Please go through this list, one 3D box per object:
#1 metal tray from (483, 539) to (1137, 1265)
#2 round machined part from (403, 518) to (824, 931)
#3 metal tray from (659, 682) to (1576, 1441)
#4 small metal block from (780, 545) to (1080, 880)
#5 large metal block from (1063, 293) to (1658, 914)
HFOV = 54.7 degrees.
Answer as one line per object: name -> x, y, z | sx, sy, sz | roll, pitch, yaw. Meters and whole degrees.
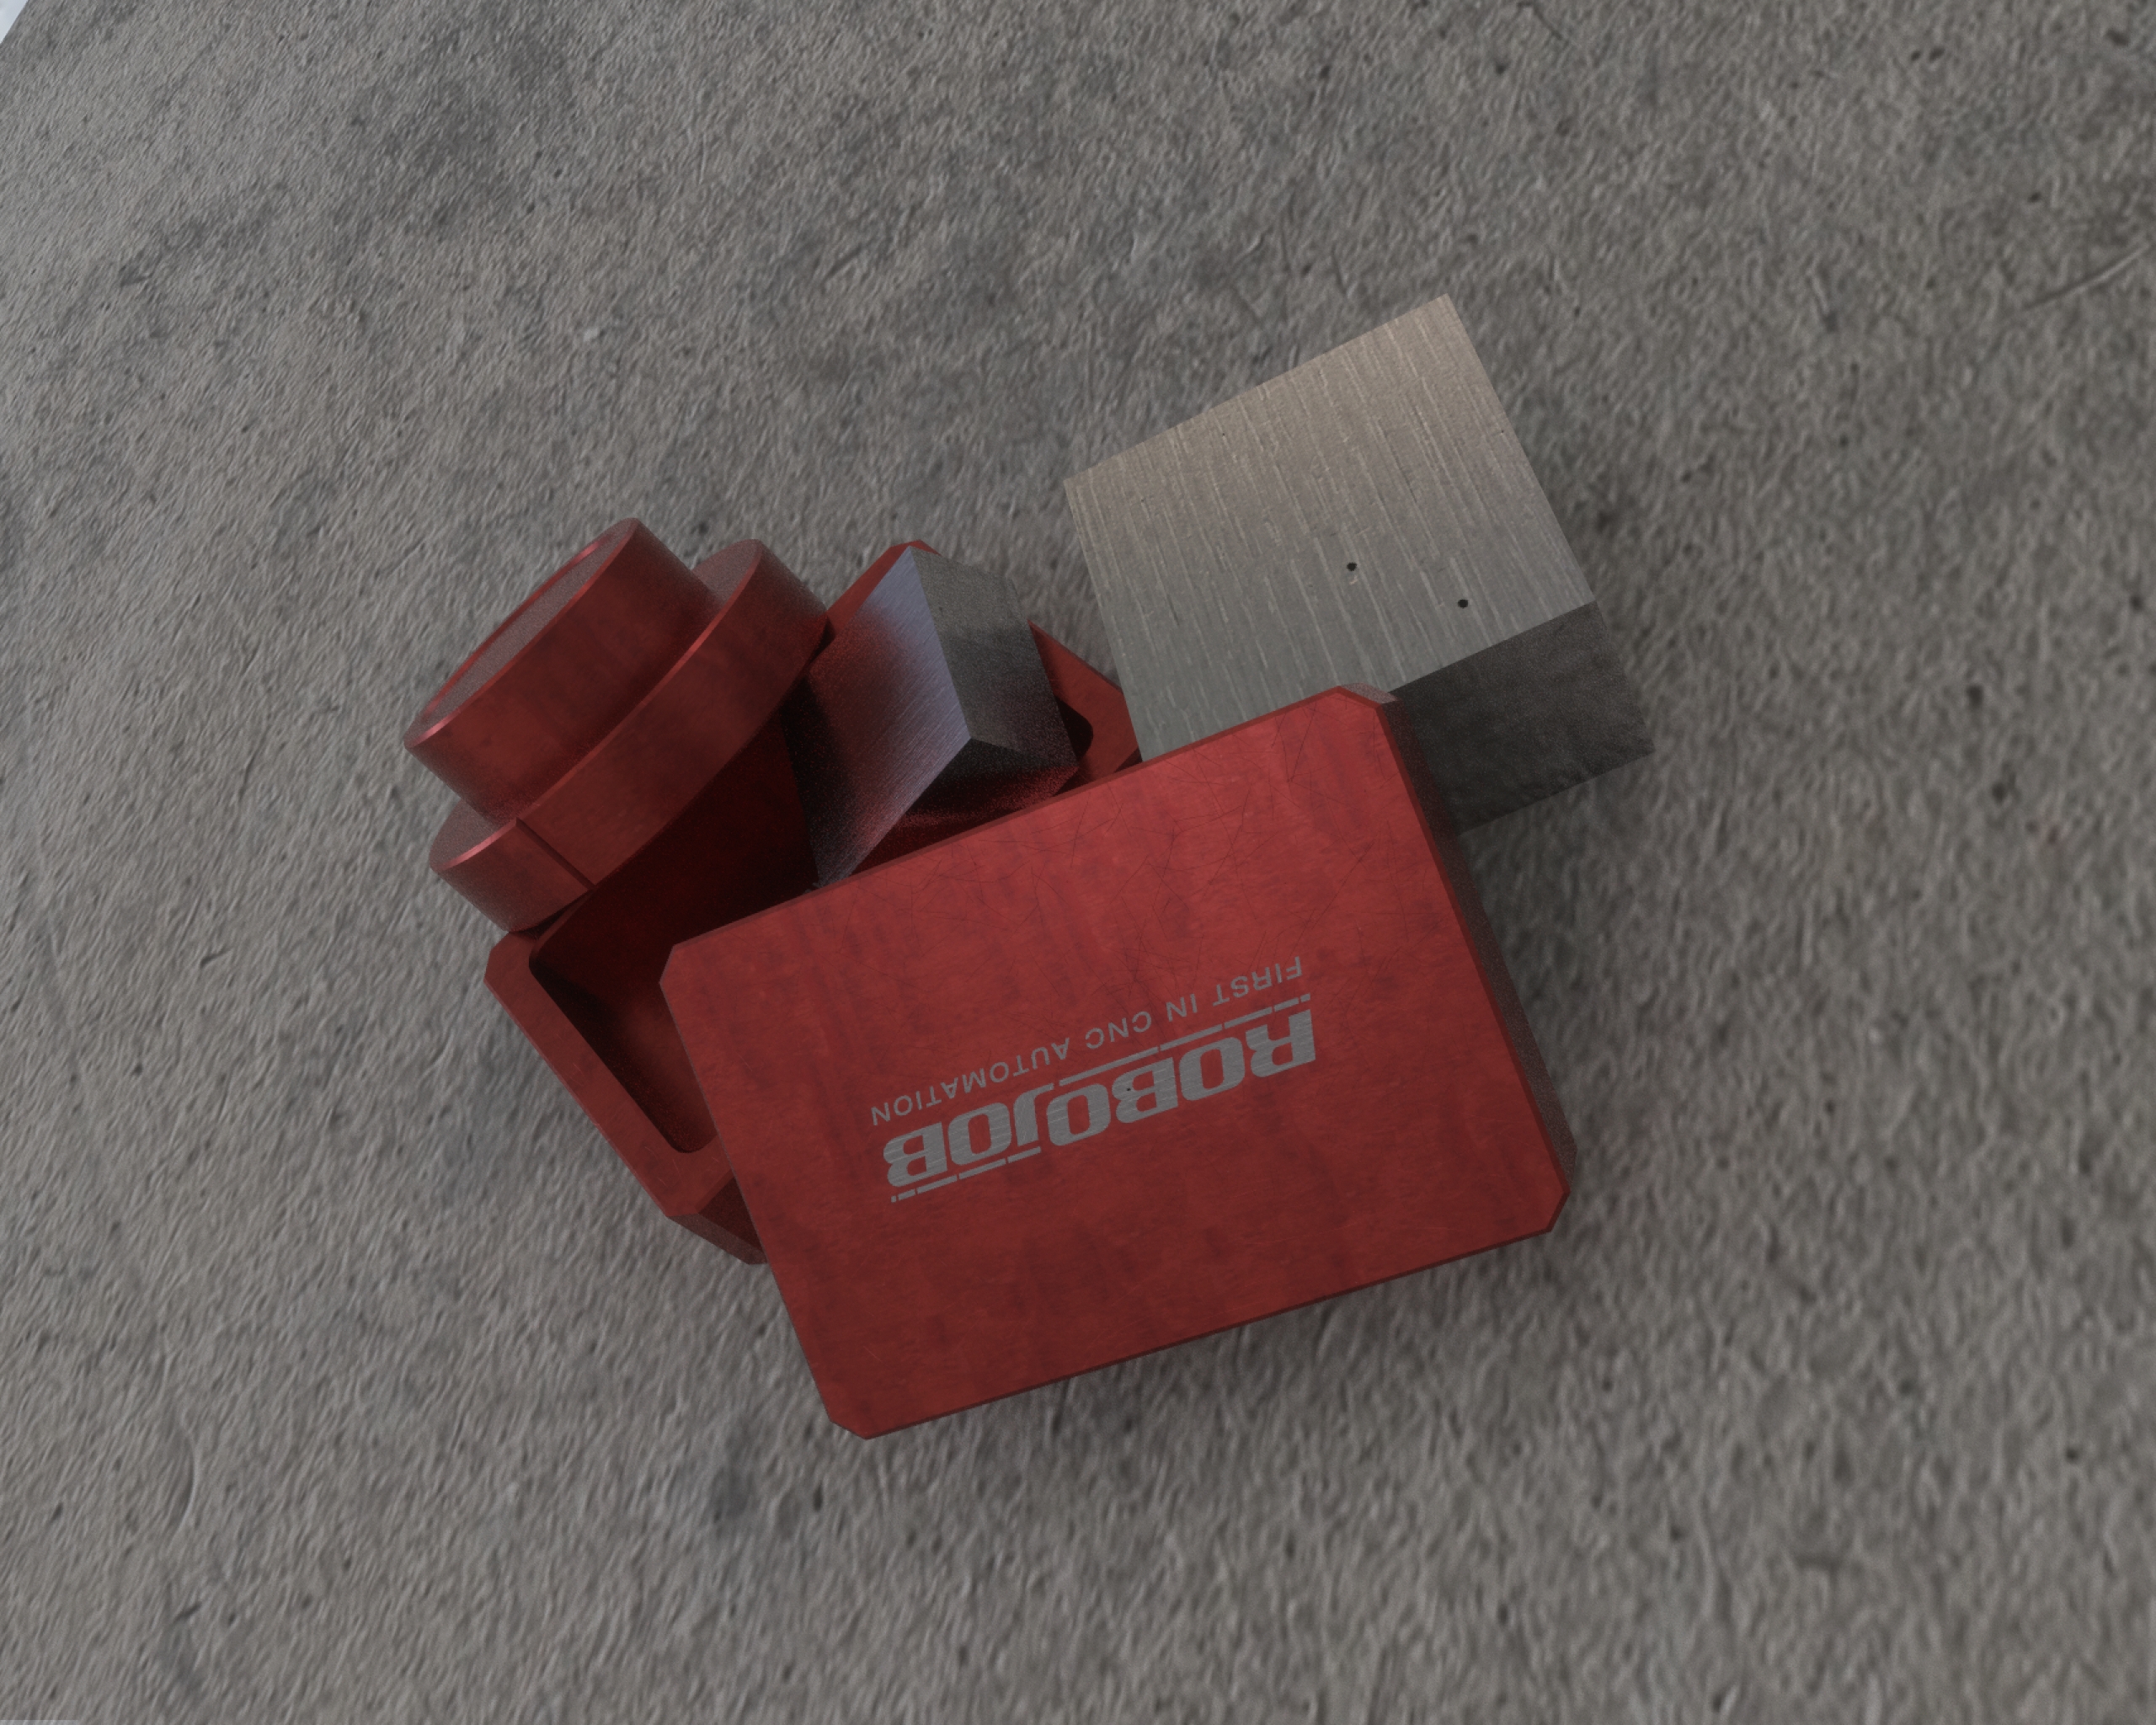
metal tray -> -0.049, 0.005, 0.424 | 0.130, 0.030, 0.090 | -46, 51, -4
round machined part -> -0.104, -0.035, 0.444 | 0.098, 0.042, 0.098 | -37, 22, 18
metal tray -> 0.006, 0.034, 0.349 | 0.130, 0.030, 0.090 | -21, 90, 16
small metal block -> -0.031, -0.024, 0.407 | 0.050, 0.025, 0.050 | -46, 47, 33
large metal block -> 0.051, -0.047, 0.392 | 0.080, 0.050, 0.080 | -24, 53, 13
